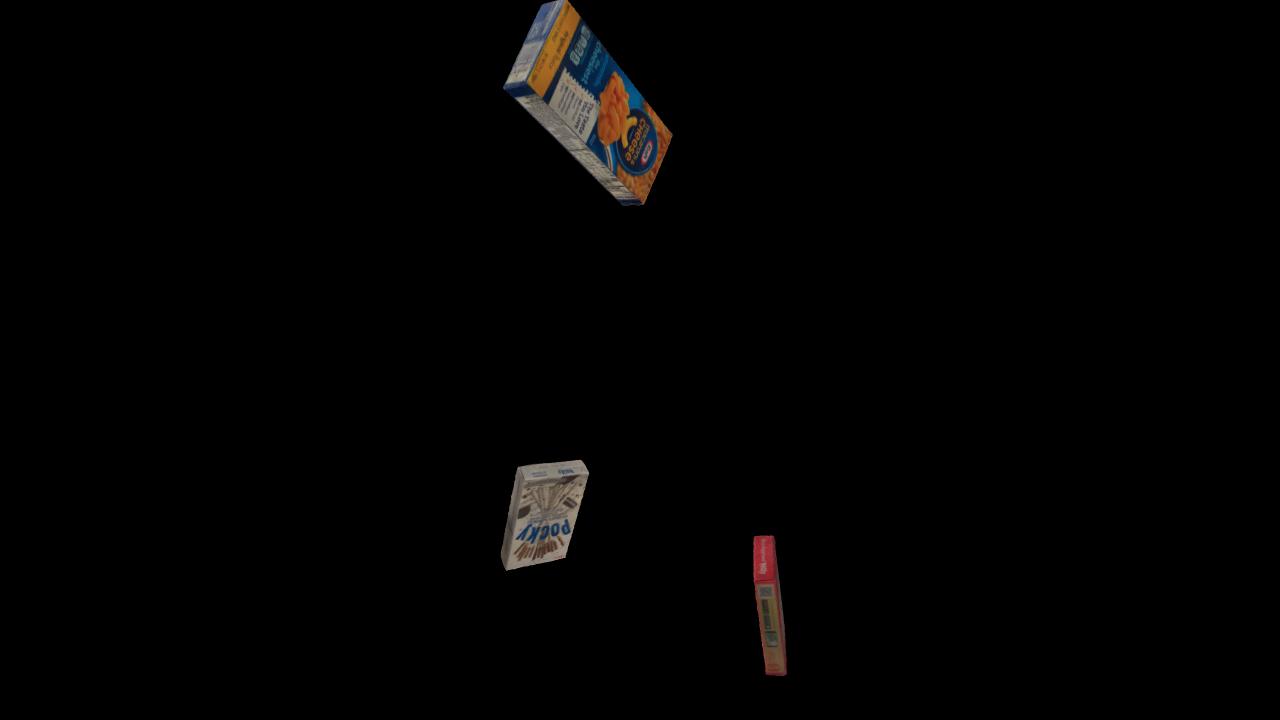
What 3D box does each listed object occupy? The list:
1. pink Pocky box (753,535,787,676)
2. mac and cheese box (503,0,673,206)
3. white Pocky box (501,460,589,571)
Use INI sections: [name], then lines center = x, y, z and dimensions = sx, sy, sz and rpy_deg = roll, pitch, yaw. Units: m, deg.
[pink Pocky box]
center = 0.166, 0.311, 0.783
dimensions = 0.029, 0.155, 0.084
rpy_deg = -5, 22, 13
[mac and cheese box]
center = -0.042, -0.242, 0.602
dimensions = 0.041, 0.093, 0.184
rpy_deg = 10, -15, 39
[white Pocky box]
center = -0.119, 0.190, 0.755
dimensions = 0.084, 0.154, 0.028
rpy_deg = -2, 34, -30
